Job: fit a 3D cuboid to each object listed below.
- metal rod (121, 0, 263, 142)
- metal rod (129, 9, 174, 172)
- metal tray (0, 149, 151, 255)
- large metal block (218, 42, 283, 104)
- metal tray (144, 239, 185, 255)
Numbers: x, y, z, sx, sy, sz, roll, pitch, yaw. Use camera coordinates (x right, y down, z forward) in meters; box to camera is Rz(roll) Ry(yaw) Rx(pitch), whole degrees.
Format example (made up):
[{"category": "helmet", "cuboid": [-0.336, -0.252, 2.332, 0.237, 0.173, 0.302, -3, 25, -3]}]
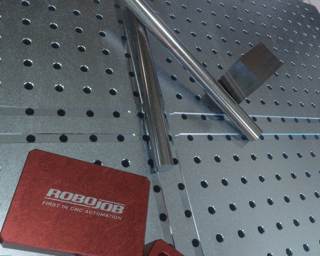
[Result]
[{"category": "metal rod", "cuboid": [0.048, -0.096, 0.475, 0.300, 0.025, 0.025, 47, 51, -4]}, {"category": "metal rod", "cuboid": [-0.019, -0.082, 0.449, 0.025, 0.025, 0.299, 4, 60, -27]}, {"category": "metal tray", "cuboid": [-0.079, 0.082, 0.314, 0.131, 0.030, 0.090, 18, 55, -19]}, {"category": "large metal block", "cuboid": [0.138, -0.082, 0.500, 0.050, 0.080, 0.080, 48, 51, 5]}, {"category": "metal tray", "cuboid": [0.023, 0.185, 0.305, 0.130, 0.030, 0.090, 37, 51, -4]}]
